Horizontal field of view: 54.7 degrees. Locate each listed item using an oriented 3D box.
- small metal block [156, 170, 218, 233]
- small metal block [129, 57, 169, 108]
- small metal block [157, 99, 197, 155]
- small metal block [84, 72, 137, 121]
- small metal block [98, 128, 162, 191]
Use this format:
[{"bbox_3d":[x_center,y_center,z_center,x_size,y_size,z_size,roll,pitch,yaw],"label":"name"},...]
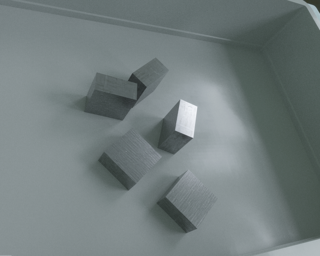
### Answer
[{"bbox_3d":[0.033,0.087,0.372,0.050,0.025,0.050,45,51,3],"label":"small metal block"},{"bbox_3d":[-0.022,-0.061,0.417,0.025,0.050,0.050,45,51,2],"label":"small metal block"},{"bbox_3d":[0.023,-0.001,0.404,0.025,0.050,0.050,23,53,-15],"label":"small metal block"},{"bbox_3d":[-0.061,-0.037,0.381,0.050,0.050,0.025,13,57,-22],"label":"small metal block"},{"bbox_3d":[-0.035,0.036,0.366,0.050,0.025,0.050,45,51,2],"label":"small metal block"}]
